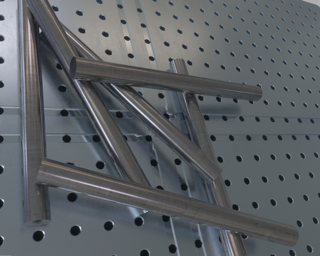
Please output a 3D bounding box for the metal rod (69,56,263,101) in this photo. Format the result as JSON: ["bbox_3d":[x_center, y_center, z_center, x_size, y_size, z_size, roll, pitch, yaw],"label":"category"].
[{"bbox_3d":[0.031,-0.061,0.424,0.302,0.025,0.025,2,61,-33],"label":"metal rod"}]

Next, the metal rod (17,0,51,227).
[{"bbox_3d":[-0.147,-0.042,0.354,0.025,0.025,0.299,1,61,-28],"label":"metal rod"}]

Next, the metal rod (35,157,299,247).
[{"bbox_3d":[0.023,0.086,0.334,0.302,0.025,0.025,19,55,-17],"label":"metal rod"}]

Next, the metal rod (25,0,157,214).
[{"bbox_3d":[-0.084,-0.038,0.369,0.025,0.025,0.299,-24,80,-36],"label":"metal rod"}]

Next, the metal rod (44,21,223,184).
[{"bbox_3d":[-0.041,-0.041,0.396,0.300,0.025,0.025,43,51,6],"label":"metal rod"}]

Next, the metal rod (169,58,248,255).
[{"bbox_3d":[0.060,0.032,0.420,0.025,0.025,0.299,0,62,-28],"label":"metal rod"}]
